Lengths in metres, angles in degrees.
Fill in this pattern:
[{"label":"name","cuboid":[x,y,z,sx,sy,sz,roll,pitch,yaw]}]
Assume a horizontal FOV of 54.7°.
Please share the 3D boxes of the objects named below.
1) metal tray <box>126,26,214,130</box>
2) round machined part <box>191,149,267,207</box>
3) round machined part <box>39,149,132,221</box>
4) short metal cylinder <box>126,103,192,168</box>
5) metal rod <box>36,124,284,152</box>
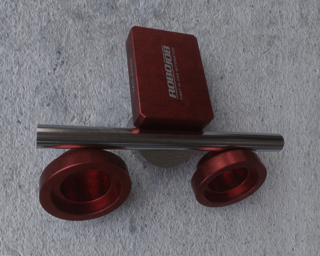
[{"label":"metal tray","cuboid":[0.009,-0.062,0.383,0.091,0.030,0.130,2,63,-20]},{"label":"round machined part","cuboid":[0.088,0.061,0.417,0.099,0.042,0.097,-10,136,-10]},{"label":"round machined part","cuboid":[-0.085,0.059,0.353,0.099,0.042,0.097,-11,132,-12]},{"label":"short metal cylinder","cuboid":[0.001,0.008,0.399,0.081,0.050,0.079,0,90,-21]},{"label":"metal rod","cuboid":[0.017,0.014,0.365,0.303,0.025,0.025,2,89,-21]}]
